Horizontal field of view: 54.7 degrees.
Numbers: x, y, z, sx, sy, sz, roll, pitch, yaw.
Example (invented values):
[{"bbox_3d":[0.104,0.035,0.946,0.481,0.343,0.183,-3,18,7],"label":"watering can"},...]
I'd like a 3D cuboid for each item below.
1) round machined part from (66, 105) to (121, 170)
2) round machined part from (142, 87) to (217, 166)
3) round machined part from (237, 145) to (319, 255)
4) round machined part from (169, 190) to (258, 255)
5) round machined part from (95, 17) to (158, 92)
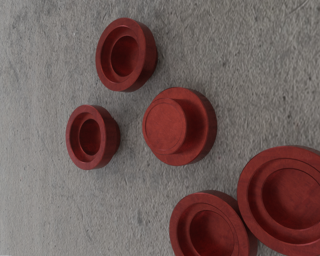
[{"bbox_3d":[-0.099,0.014,0.476,0.098,0.042,0.097,0,90,40],"label":"round machined part"},{"bbox_3d":[0.017,-0.002,0.380,0.098,0.042,0.097,0,90,40],"label":"round machined part"},{"bbox_3d":[0.127,0.065,0.289,0.098,0.042,0.097,0,90,40],"label":"round machined part"},{"bbox_3d":[0.061,0.117,0.343,0.098,0.042,0.097,0,90,40],"label":"round machined part"},{"bbox_3d":[-0.042,-0.098,0.429,0.098,0.042,0.097,0,90,40],"label":"round machined part"}]
